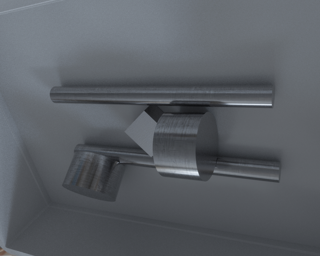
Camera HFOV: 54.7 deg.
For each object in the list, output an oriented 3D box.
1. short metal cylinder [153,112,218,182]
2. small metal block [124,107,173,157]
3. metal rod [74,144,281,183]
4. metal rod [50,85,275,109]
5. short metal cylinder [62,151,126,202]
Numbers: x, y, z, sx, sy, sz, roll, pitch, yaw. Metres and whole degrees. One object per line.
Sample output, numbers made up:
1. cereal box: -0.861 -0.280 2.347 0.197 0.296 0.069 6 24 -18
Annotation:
1. short metal cylinder: 0.033 0.020 0.366 0.050 0.080 0.079 2 119 27
2. small metal block: -0.011 0.003 0.413 0.050 0.025 0.050 44 129 -3
3. metal rod: 0.006 0.045 0.429 0.301 0.025 0.025 3 120 26
4. metal rod: -0.017 -0.041 0.388 0.301 0.025 0.025 3 120 26
5. short metal cylinder: -0.098 0.074 0.463 0.080 0.050 0.080 13 157 6
